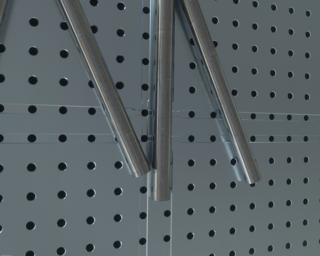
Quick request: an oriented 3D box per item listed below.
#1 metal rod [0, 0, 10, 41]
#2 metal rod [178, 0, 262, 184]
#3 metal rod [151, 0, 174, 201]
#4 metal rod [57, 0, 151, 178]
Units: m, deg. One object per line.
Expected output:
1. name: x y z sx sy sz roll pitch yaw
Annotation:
1. metal rod: -0.194 -0.082 0.340 0.025 0.025 0.299 13 85 -20
2. metal rod: 0.085 -0.060 0.443 0.025 0.025 0.299 -24 98 -18
3. metal rod: 0.004 -0.055 0.413 0.025 0.025 0.298 1 90 -20
4. metal rod: -0.080 -0.078 0.382 0.025 0.025 0.299 -25 98 -18
